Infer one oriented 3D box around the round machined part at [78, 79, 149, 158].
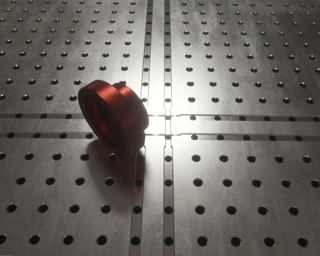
[{"bbox_3d":[-0.051,-0.015,0.373,0.098,0.097,0.042,37,59,26],"label":"round machined part"}]
